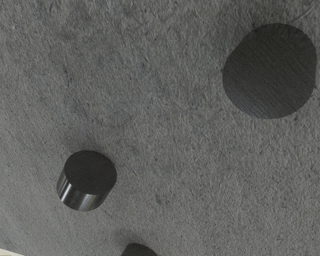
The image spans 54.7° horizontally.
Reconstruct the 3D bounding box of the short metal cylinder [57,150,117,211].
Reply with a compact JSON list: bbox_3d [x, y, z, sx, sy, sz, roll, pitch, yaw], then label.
[{"bbox_3d":[-0.114,0.081,0.482,0.080,0.080,0.050,37,129,3],"label":"short metal cylinder"}]

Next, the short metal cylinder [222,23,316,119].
[{"bbox_3d":[0.107,-0.055,0.300,0.080,0.050,0.079,13,124,21],"label":"short metal cylinder"}]

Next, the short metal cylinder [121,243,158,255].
[{"bbox_3d":[-0.042,0.263,0.575,0.080,0.050,0.079,13,124,21],"label":"short metal cylinder"}]
